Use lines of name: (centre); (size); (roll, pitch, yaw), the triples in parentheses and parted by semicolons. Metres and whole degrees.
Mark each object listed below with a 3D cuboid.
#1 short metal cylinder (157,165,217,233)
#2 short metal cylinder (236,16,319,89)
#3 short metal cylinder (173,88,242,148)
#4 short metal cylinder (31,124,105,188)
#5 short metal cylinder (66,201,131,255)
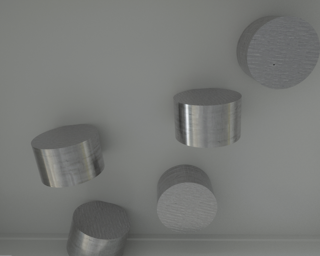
short metal cylinder: (0.036, 0.099, 0.435); (0.081, 0.050, 0.079); (0, 110, -1)
short metal cylinder: (0.137, -0.091, 0.367); (0.081, 0.050, 0.079); (0, 110, -1)
short metal cylinder: (0.058, -0.015, 0.377); (0.081, 0.080, 0.050); (-4, 110, 1)
short metal cylinder: (-0.115, 0.033, 0.392); (0.080, 0.080, 0.050); (-6, 110, 2)
short metal cylinder: (-0.086, 0.148, 0.435); (0.081, 0.080, 0.050); (14, 109, -6)
